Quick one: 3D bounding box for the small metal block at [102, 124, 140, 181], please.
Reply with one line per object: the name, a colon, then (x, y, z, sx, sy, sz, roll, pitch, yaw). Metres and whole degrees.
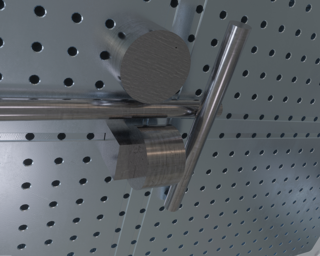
small metal block: (-0.050, 0.029, 0.386, 0.025, 0.050, 0.050, -2, 119, -28)

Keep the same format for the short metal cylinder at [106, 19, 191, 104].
short metal cylinder: (-0.014, -0.074, 0.342, 0.081, 0.050, 0.079, -14, 125, -21)

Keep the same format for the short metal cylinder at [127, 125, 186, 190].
short metal cylinder: (-0.010, 0.035, 0.392, 0.050, 0.080, 0.079, -2, 120, -28)

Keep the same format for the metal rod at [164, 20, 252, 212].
metal rod: (0.052, 0.007, 0.415, 0.025, 0.025, 0.298, -4, 129, -27)

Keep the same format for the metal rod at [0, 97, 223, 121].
metal rod: (-0.053, -0.023, 0.368, 0.303, 0.025, 0.025, -2, 119, -28)
